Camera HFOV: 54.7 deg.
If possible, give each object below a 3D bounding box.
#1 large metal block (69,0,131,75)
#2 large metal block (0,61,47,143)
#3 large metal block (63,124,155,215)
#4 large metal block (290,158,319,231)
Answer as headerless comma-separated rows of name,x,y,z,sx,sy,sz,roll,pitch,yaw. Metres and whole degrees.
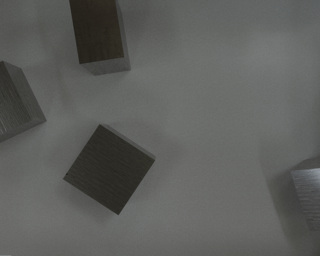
large metal block,-0.071,-0.114,0.383,0.050,0.080,0.080,-9,90,0
large metal block,-0.208,-0.028,0.397,0.080,0.050,0.080,-26,90,0
large metal block,-0.061,0.050,0.398,0.080,0.050,0.080,33,90,0
large metal block,0.221,0.079,0.379,0.050,0.080,0.080,-18,90,-42
